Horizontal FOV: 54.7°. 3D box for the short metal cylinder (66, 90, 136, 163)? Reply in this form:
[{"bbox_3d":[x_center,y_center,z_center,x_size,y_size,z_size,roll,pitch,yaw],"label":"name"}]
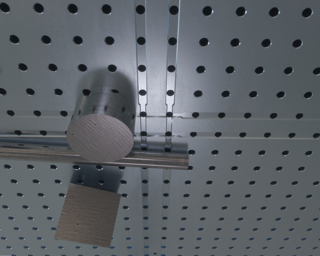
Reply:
[{"bbox_3d":[-0.072,-0.002,0.393,0.081,0.050,0.079,0,130,0],"label":"short metal cylinder"}]

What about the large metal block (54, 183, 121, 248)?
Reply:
[{"bbox_3d":[-0.113,0.138,0.482,0.081,0.080,0.050,16,156,-13],"label":"large metal block"}]

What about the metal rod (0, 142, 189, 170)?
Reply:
[{"bbox_3d":[-0.110,0.039,0.443,0.302,0.025,0.025,4,130,-4],"label":"metal rod"}]
